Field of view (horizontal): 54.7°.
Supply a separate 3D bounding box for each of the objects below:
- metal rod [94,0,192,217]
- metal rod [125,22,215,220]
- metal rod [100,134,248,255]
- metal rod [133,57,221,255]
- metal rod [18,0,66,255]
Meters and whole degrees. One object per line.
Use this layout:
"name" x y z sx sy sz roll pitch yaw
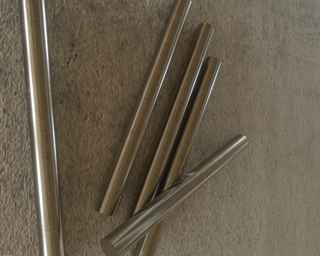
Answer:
"metal rod" -0.015 -0.040 0.391 0.025 0.025 0.299 31 71 -36
"metal rod" 0.018 -0.014 0.419 0.025 0.025 0.299 33 70 -35
"metal rod" 0.043 0.071 0.411 0.302 0.025 0.025 -27 108 -46
"metal rod" 0.029 0.032 0.428 0.025 0.025 0.299 34 69 -35
"metal rod" -0.116 0.003 0.307 0.025 0.025 0.298 -6 94 -40
